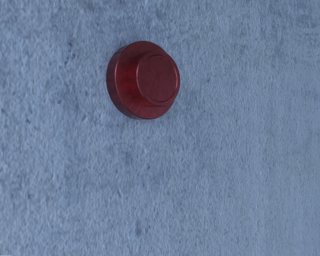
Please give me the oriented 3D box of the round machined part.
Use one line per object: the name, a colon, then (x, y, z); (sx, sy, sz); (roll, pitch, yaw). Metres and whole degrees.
round machined part: (-0.013, -0.059, 0.384); (0.099, 0.042, 0.097); (0, 90, -40)
